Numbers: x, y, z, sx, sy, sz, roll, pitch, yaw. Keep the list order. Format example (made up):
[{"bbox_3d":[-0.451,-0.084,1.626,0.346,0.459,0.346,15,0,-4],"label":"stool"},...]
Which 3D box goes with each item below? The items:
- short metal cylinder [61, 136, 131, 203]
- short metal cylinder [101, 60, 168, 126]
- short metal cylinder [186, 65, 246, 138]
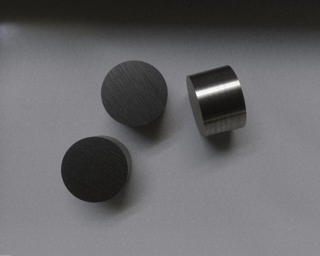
[{"bbox_3d":[-0.079,0.050,0.398,0.081,0.050,0.079,0,90,-1],"label":"short metal cylinder"},{"bbox_3d":[-0.031,-0.042,0.399,0.081,0.050,0.079,0,90,-1],"label":"short metal cylinder"},{"bbox_3d":[0.068,-0.033,0.385,0.050,0.080,0.080,-15,90,0],"label":"short metal cylinder"}]
